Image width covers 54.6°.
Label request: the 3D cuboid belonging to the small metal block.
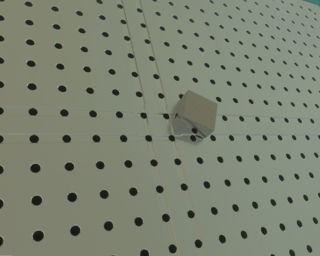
[{"bbox_3d":[0.053,-0.020,0.448,0.050,0.025,0.050,24,53,-14],"label":"small metal block"}]
